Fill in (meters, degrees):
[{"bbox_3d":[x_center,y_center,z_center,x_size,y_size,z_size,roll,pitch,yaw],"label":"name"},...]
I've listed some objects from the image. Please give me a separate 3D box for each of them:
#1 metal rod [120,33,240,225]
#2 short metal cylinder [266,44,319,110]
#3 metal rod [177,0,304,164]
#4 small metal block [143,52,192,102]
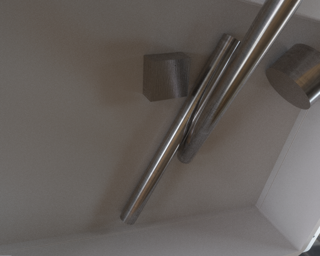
[{"bbox_3d":[0.021,0.012,0.429,0.025,0.025,0.298,18,109,-36],"label":"metal rod"},{"bbox_3d":[0.199,-0.072,0.440,0.050,0.080,0.080,-43,130,1],"label":"short metal cylinder"},{"bbox_3d":[0.071,-0.037,0.338,0.025,0.025,0.298,-12,152,-22],"label":"metal rod"},{"bbox_3d":[0.008,-0.063,0.376,0.050,0.025,0.050,-11,123,-23],"label":"small metal block"}]
